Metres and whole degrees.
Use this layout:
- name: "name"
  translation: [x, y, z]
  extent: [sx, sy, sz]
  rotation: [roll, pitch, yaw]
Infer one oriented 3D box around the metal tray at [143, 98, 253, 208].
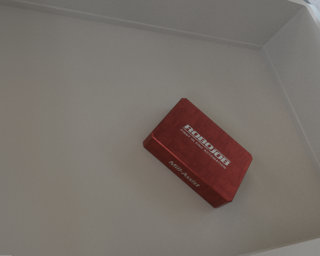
- name: "metal tray"
  translation: [0.053, 0.031, 0.414]
  extent: [0.130, 0.030, 0.090]
  rotation: [41, 51, -1]
